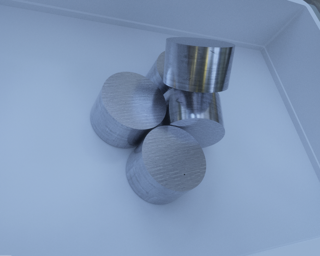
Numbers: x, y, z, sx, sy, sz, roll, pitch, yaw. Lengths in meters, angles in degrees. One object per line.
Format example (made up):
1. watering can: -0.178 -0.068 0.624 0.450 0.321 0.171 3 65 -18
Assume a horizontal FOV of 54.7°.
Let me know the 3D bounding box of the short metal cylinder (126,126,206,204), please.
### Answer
1. short metal cylinder: 0.007 0.044 0.365 0.081 0.050 0.080 14 56 -21

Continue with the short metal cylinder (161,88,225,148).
1. short metal cylinder: 0.040 -0.012 0.400 0.081 0.080 0.050 13 57 -22

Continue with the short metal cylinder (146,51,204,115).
1. short metal cylinder: 0.022 -0.064 0.440 0.081 0.050 0.080 14 56 -21

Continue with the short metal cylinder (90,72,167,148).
1. short metal cylinder: -0.039 -0.022 0.380 0.081 0.050 0.080 14 56 -21

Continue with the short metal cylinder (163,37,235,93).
1. short metal cylinder: 0.045 -0.078 0.371 0.081 0.050 0.080 4 23 -1
